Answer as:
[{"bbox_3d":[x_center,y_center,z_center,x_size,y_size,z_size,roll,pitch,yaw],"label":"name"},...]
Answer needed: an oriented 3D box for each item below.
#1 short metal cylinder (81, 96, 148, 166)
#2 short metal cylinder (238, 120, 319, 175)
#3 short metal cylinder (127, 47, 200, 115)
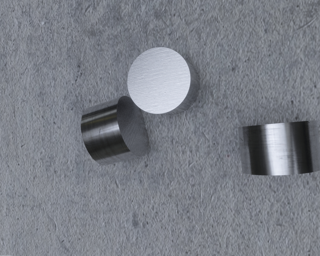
[{"bbox_3d":[-0.056,0.004,0.400,0.050,0.080,0.080,-16,85,19],"label":"short metal cylinder"},{"bbox_3d":[0.128,0.020,0.335,0.080,0.080,0.050,-6,88,20],"label":"short metal cylinder"},{"bbox_3d":[0.006,-0.057,0.394,0.080,0.050,0.080,0,90,20],"label":"short metal cylinder"}]
